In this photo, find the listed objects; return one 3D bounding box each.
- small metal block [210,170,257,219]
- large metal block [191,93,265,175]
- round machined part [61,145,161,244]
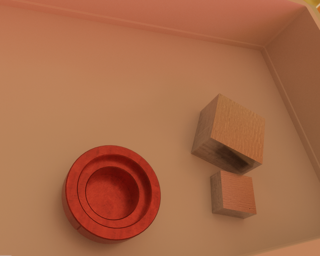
[{"bbox_3d":[0.095,0.088,0.406,0.050,0.025,0.050,15,55,-20],"label":"small metal block"},{"bbox_3d":[0.098,0.011,0.438,0.080,0.050,0.080,27,52,-12],"label":"large metal block"},{"bbox_3d":[-0.052,0.071,0.324,0.099,0.042,0.098,14,56,-21],"label":"round machined part"}]
